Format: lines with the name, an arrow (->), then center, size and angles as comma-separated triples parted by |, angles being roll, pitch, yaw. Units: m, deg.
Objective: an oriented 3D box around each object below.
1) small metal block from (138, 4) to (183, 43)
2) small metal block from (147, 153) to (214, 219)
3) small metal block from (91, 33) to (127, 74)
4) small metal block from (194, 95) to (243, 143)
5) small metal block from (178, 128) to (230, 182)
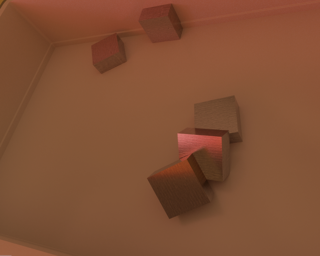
small metal block -> 0.002, -0.163, 0.487 | 0.050, 0.050, 0.025 | 1, 62, 28
small metal block -> 0.023, 0.062, 0.334 | 0.050, 0.025, 0.050 | -29, 90, 21
small metal block -> -0.087, -0.127, 0.528 | 0.050, 0.025, 0.050 | -23, 53, 14
small metal block -> 0.069, -0.007, 0.373 | 0.050, 0.025, 0.050 | -11, 57, 22
small metal block -> 0.049, 0.028, 0.344 | 0.050, 0.025, 0.050 | 4, 107, 29
